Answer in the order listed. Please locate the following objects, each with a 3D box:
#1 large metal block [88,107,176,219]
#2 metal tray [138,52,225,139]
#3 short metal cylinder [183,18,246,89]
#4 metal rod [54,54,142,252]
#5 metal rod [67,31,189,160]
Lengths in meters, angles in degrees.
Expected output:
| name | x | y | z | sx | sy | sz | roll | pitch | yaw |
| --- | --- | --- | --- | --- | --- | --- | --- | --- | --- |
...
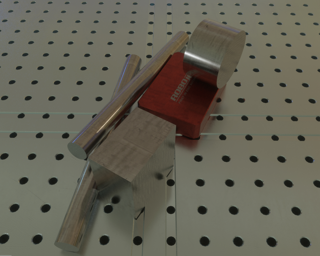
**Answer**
| name | x | y | z | sx | sy | sz | roll | pitch | yaw |
| --- | --- | --- | --- | --- | --- | --- | --- | --- | --- |
| large metal block | -0.026 | 0.038 | 0.340 | 0.050 | 0.080 | 0.080 | 26 | 55 | 20 |
| metal tray | 0.037 | -0.053 | 0.449 | 0.090 | 0.030 | 0.130 | 20 | 53 | 16 |
| short metal cylinder | 0.073 | -0.100 | 0.416 | 0.050 | 0.080 | 0.080 | 28 | 55 | 21 |
| metal rod | -0.067 | 0.005 | 0.402 | 0.025 | 0.025 | 0.300 | 8 | 50 | 6 |
| metal rod | -0.026 | -0.066 | 0.440 | 0.025 | 0.025 | 0.301 | 20 | 46 | 16 |
